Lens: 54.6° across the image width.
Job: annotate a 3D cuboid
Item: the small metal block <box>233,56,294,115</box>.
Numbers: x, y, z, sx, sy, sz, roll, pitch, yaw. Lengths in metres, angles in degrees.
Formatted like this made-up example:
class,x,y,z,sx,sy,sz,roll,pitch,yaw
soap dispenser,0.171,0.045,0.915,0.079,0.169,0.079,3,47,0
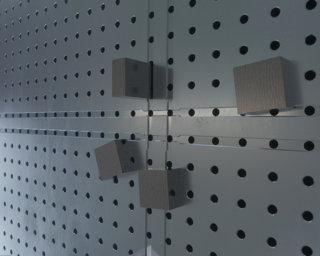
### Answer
class,x,y,z,sx,sy,sz,roll,pitch,yaw
small metal block,0.107,-0.042,0.322,0.050,0.025,0.050,-8,85,40

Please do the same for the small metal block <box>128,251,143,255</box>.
class,x,y,z,sx,sy,sz,roll,pitch,yaw
small metal block,-0.031,0.214,0.436,0.050,0.025,0.050,32,110,35

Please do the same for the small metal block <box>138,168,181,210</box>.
class,x,y,z,sx,sy,sz,roll,pitch,yaw
small metal block,-0.001,0.079,0.411,0.050,0.025,0.050,-6,86,40

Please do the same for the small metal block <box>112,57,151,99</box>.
class,x,y,z,sx,sy,sz,roll,pitch,yaw
small metal block,-0.038,-0.066,0.426,0.025,0.050,0.050,0,90,40

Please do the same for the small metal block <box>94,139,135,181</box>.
class,x,y,z,sx,sy,sz,roll,pitch,yaw
small metal block,-0.069,0.049,0.468,0.050,0.025,0.050,-25,74,37
